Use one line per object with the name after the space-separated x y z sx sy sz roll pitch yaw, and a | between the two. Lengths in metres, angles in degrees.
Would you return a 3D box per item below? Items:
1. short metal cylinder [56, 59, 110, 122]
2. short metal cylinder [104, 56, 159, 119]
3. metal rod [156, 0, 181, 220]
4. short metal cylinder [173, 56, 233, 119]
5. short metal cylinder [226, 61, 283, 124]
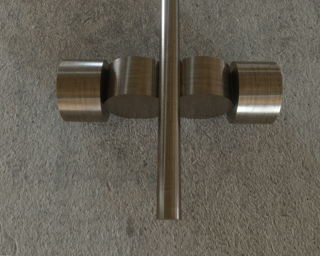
-0.094 -0.047 0.397 0.050 0.080 0.080 1 70 0 | short metal cylinder
-0.029 -0.049 0.398 0.080 0.080 0.050 1 70 0 | short metal cylinder
0.011 -0.048 0.362 0.025 0.025 0.299 1 70 0 | metal rod
0.051 -0.049 0.398 0.080 0.080 0.050 1 70 0 | short metal cylinder
0.117 -0.045 0.398 0.050 0.080 0.080 1 70 0 | short metal cylinder
